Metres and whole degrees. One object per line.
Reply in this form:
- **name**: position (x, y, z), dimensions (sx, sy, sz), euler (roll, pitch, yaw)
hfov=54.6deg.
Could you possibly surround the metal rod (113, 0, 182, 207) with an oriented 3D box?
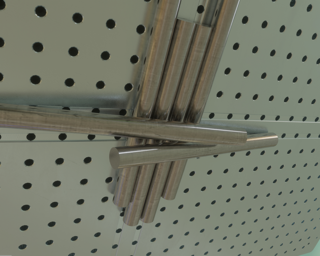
- **metal rod**: position (-0.020, -0.026, 0.383), dimensions (0.025, 0.025, 0.298), euler (1, 118, -29)

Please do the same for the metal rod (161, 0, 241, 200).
- **metal rod**: position (0.048, -0.028, 0.418), dimensions (0.025, 0.025, 0.298), euler (1, 118, -29)

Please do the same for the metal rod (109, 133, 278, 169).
- **metal rod**: position (0.070, 0.027, 0.438), dimensions (0.302, 0.025, 0.025), euler (-3, 120, -37)

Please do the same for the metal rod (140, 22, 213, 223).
- **metal rod**: position (0.014, 0.010, 0.425), dimensions (0.025, 0.025, 0.298), euler (1, 118, -29)

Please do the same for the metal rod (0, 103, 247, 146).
- **metal rod**: position (-0.031, -0.001, 0.363), dimensions (0.302, 0.025, 0.025), euler (5, 116, -21)

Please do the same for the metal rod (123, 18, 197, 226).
- **metal rod**: position (-0.008, 0.009, 0.411), dimensions (0.025, 0.025, 0.298), euler (1, 118, -29)
